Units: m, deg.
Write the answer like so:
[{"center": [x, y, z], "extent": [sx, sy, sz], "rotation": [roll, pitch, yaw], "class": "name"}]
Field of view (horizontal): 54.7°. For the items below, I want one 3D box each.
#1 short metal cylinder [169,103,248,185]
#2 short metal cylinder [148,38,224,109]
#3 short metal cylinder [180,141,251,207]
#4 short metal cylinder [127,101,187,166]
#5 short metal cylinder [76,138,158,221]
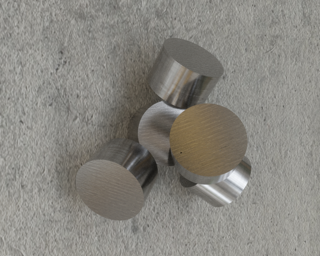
[{"center": [0.052, 0.019, 0.345], "extent": [0.080, 0.050, 0.080], "rotation": [-1, 70, 3], "class": "short metal cylinder"}, {"center": [0.031, -0.068, 0.386], "extent": [0.081, 0.080, 0.050], "rotation": [14, 129, -20], "class": "short metal cylinder"}, {"center": [0.071, 0.056, 0.407], "extent": [0.050, 0.080, 0.080], "rotation": [37, 78, -17], "class": "short metal cylinder"}, {"center": [0.003, 0.006, 0.398], "extent": [0.081, 0.050, 0.080], "rotation": [0, 90, -21], "class": "short metal cylinder"}, {"center": [-0.048, 0.058, 0.357], "extent": [0.080, 0.050, 0.079], "rotation": [7, 117, 15], "class": "short metal cylinder"}]
